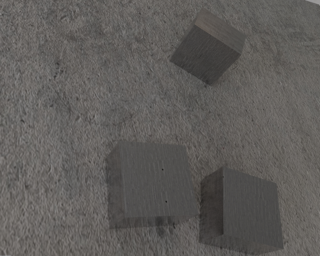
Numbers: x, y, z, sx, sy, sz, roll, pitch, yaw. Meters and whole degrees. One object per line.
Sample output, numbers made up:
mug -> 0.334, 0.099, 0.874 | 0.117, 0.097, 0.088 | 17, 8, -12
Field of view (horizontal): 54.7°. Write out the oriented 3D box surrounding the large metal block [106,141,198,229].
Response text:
large metal block -> -0.012, 0.063, 0.342 | 0.081, 0.050, 0.080 | 6, 59, -25

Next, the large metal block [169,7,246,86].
large metal block -> 0.074, -0.124, 0.484 | 0.080, 0.080, 0.050 | 30, 52, -9

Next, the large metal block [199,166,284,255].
large metal block -> 0.097, 0.102, 0.377 | 0.081, 0.050, 0.080 | 19, 54, -17
